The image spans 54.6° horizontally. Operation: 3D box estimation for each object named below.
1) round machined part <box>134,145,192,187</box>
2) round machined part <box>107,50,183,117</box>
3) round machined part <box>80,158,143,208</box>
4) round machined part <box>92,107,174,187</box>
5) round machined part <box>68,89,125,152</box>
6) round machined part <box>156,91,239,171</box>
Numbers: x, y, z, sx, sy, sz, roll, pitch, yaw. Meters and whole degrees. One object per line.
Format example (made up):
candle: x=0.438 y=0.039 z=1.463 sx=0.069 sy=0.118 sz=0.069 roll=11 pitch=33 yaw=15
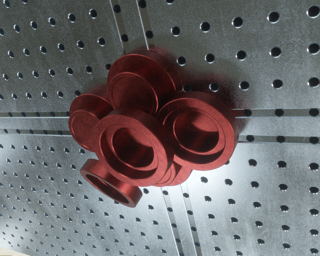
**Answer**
round machined part: x=-0.003 y=0.042 z=0.428 sx=0.098 sy=0.042 sz=0.097 roll=13 pitch=124 yaw=21
round machined part: x=-0.025 y=-0.044 z=0.387 sx=0.098 sy=0.042 sz=0.097 roll=13 pitch=124 yaw=21
round machined part: x=-0.067 y=0.075 z=0.466 sx=0.098 sy=0.042 sz=0.098 roll=26 pitch=154 yaw=14
round machined part: x=-0.028 y=0.019 z=0.372 sx=0.098 sy=0.042 sz=0.097 roll=13 pitch=124 yaw=21
round machined part: x=-0.091 y=-0.004 z=0.447 sx=0.098 sy=0.042 sz=0.097 roll=13 pitch=124 yaw=21
round machined part: x=0.047 y=0.000 z=0.375 sx=0.098 sy=0.042 sz=0.097 roll=13 pitch=124 yaw=21
